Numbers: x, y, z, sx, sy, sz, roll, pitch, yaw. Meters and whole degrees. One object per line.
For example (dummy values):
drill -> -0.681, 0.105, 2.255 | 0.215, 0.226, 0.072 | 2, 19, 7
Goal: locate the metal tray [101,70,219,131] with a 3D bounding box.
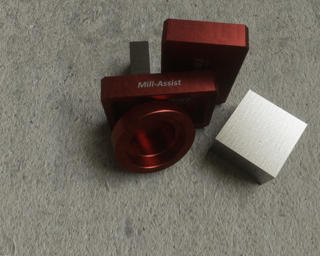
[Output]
metal tray -> 0.000, -0.029, 0.382 | 0.131, 0.090, 0.030 | -4, 64, -2

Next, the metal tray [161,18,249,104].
metal tray -> 0.047, -0.075, 0.380 | 0.091, 0.130, 0.030 | 5, 68, 1

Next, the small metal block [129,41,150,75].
small metal block -> -0.026, -0.083, 0.425 | 0.025, 0.050, 0.050 | -4, 70, -2

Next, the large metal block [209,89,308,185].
large metal block -> 0.121, 0.012, 0.392 | 0.080, 0.050, 0.080 | 34, 73, 11

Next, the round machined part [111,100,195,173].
round machined part -> -0.011, 0.006, 0.373 | 0.099, 0.098, 0.042 | -21, 45, -8
